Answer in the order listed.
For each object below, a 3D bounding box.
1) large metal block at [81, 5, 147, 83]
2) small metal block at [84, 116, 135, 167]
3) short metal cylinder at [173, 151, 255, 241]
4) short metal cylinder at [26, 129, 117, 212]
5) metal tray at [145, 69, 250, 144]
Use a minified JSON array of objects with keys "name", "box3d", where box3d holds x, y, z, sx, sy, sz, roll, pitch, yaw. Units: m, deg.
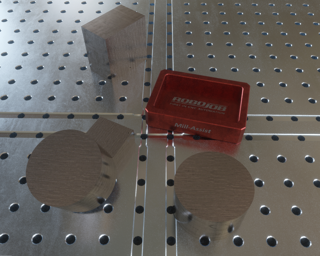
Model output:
[{"name":"large metal block","box3d":[-0.067,-0.130,0.481,0.050,0.080,0.080,33,57,24]},{"name":"small metal block","box3d":[-0.067,0.019,0.391,0.050,0.025,0.050,22,53,17]},{"name":"short metal cylinder","box3d":[0.054,0.072,0.331,0.081,0.050,0.080,0,50,0]},{"name":"short metal cylinder","box3d":[-0.093,0.048,0.335,0.080,0.050,0.080,-3,68,8]},{"name":"metal tray","box3d":[0.054,-0.033,0.432,0.131,0.030,0.090,11,51,9]}]
